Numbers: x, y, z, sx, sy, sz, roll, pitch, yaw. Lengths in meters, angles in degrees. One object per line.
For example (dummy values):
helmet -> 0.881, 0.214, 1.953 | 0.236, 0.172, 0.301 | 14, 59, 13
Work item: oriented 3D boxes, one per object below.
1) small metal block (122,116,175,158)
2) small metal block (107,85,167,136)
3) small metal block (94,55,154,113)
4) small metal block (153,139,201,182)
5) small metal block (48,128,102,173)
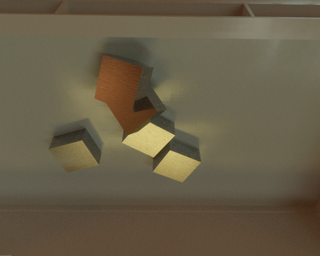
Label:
small metal block -> -0.015, 0.006, 0.414 | 0.050, 0.025, 0.050 | 27, 125, -22
small metal block -> -0.029, -0.027, 0.369 | 0.050, 0.025, 0.050 | -37, 83, 27
small metal block -> -0.040, -0.049, 0.341 | 0.050, 0.025, 0.050 | 22, 108, 21
small metal block -> 0.024, 0.048, 0.450 | 0.050, 0.025, 0.050 | 22, 127, -18
small metal block -> -0.118, 0.032, 0.435 | 0.050, 0.025, 0.050 | -15, 129, 12
